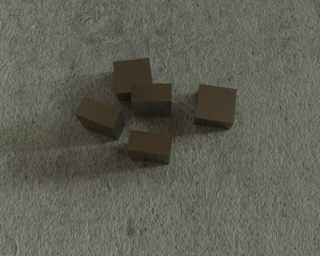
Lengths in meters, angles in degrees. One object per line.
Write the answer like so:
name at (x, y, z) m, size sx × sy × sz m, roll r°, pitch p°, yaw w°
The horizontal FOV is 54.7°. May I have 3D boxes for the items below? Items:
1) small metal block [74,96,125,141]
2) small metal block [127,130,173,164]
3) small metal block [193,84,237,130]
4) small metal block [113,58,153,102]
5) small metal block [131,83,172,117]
small metal block at (-0.075, -0.011, 0.398) m, size 0.050 × 0.050 × 0.025 m, roll 20°, pitch 72°, yaw 7°
small metal block at (-0.012, 0.025, 0.386) m, size 0.050 × 0.050 × 0.025 m, roll 6°, pitch 70°, yaw 2°
small metal block at (0.074, -0.029, 0.419) m, size 0.050 × 0.025 × 0.050 m, roll 9°, pitch 70°, yaw 3°
small metal block at (-0.037, -0.067, 0.432) m, size 0.050 × 0.025 × 0.050 m, roll -7°, pitch 70°, yaw -3°
small metal block at (-0.011, -0.036, 0.408) m, size 0.050 × 0.050 × 0.025 m, roll -1°, pitch 70°, yaw 0°
